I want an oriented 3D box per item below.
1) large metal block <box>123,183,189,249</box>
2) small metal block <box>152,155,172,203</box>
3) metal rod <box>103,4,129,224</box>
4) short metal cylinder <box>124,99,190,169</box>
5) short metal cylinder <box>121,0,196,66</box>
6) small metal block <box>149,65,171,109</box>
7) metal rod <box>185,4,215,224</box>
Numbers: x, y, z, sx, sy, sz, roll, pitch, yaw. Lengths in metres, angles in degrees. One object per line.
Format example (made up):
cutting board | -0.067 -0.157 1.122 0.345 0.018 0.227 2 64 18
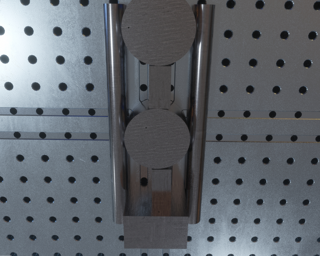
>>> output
large metal block | -0.005 0.118 0.427 0.081 0.080 0.050 1 110 -1
small metal block | 0.002 0.067 0.424 0.025 0.050 0.050 0 110 0
metal rod | -0.056 -0.004 0.410 0.025 0.025 0.298 1 110 0
short metal cylinder | -0.003 0.006 0.402 0.081 0.050 0.079 0 110 0
short metal cylinder | -0.001 -0.116 0.357 0.081 0.050 0.079 0 110 0
small metal block | 0.000 -0.055 0.378 0.025 0.050 0.050 1 110 0
metal rod | 0.050 -0.004 0.411 0.025 0.025 0.298 1 110 0
